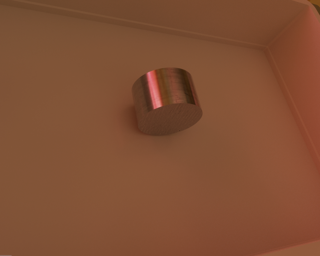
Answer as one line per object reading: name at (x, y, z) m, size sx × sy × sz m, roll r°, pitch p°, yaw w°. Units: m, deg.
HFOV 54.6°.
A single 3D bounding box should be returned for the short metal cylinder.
short metal cylinder at (0.008, -0.031, 0.389) m, size 0.081 × 0.080 × 0.050 m, roll 2°, pitch 61°, yaw -27°
